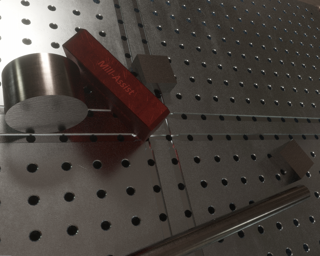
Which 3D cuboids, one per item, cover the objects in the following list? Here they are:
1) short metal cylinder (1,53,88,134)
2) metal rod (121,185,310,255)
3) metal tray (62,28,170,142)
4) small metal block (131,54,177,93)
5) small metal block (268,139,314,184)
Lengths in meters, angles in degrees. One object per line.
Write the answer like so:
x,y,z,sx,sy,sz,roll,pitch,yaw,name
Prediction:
-0.122,-0.034,0.329,0.081,0.080,0.050,-3,64,-30,short metal cylinder
0.089,0.118,0.385,0.303,0.025,0.025,-9,67,-33,metal rod
-0.051,-0.044,0.364,0.130,0.090,0.030,44,77,2,metal tray
-0.009,-0.079,0.453,0.050,0.025,0.050,-4,64,-31,small metal block
0.208,0.053,0.491,0.050,0.025,0.050,-31,79,-38,small metal block
